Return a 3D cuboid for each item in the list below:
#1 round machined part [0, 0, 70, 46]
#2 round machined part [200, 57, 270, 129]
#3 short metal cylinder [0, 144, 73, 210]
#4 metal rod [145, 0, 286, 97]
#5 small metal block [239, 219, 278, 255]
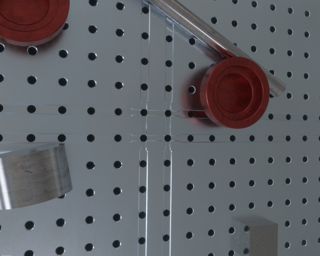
[{"bbox_3d":[-0.154,-0.140,0.347,0.099,0.042,0.097,0,90,-20],"label":"round machined part"},{"bbox_3d":[0.101,-0.048,0.439,0.099,0.042,0.097,-1,94,-18],"label":"round machined part"},{"bbox_3d":[-0.139,0.049,0.332,0.081,0.080,0.050,-11,94,-20],"label":"short metal cylinder"},{"bbox_3d":[0.063,-0.133,0.435,0.301,0.025,0.025,31,80,-18],"label":"metal rod"},{"bbox_3d":[0.149,0.168,0.468,0.050,0.025,0.050,1,90,-20],"label":"small metal block"}]
